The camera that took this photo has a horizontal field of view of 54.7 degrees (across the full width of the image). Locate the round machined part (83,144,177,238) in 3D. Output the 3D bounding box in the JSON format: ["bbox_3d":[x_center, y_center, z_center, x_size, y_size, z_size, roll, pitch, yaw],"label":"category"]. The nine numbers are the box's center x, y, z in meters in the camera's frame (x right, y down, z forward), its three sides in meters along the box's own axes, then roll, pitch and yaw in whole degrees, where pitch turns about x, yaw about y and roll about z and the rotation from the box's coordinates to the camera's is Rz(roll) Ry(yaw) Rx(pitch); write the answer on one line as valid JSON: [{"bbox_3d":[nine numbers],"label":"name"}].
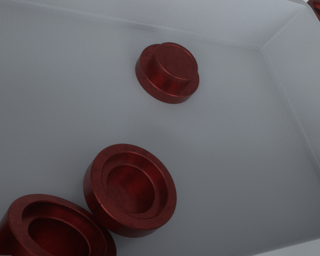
[{"bbox_3d":[-0.035,0.068,0.327,0.099,0.042,0.098,23,41,-22],"label":"round machined part"}]

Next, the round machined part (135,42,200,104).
[{"bbox_3d":[0.017,-0.088,0.459,0.099,0.042,0.098,14,56,-21],"label":"round machined part"}]

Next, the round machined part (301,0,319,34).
[{"bbox_3d":[0.402,-0.280,0.789,0.099,0.042,0.098,14,56,-21],"label":"round machined part"}]

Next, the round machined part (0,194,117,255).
[{"bbox_3d":[-0.090,0.103,0.263,0.098,0.042,0.098,32,6,-4],"label":"round machined part"}]
